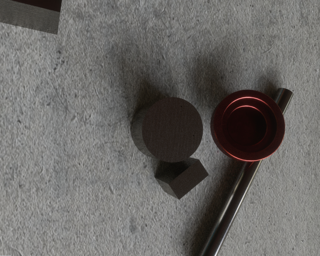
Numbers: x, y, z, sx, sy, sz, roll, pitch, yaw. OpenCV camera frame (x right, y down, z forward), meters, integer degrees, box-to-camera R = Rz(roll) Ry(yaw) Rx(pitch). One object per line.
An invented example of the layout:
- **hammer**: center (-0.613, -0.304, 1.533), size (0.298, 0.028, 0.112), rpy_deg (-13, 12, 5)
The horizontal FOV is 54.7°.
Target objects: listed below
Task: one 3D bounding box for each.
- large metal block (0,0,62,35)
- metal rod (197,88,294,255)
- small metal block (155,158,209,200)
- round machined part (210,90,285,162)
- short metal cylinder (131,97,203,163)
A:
- **large metal block**: center (-0.145, -0.143, 0.326), size (0.081, 0.080, 0.050), rpy_deg (8, 88, -20)
- **metal rod**: center (0.125, 0.073, 0.456), size (0.025, 0.025, 0.299), rpy_deg (32, 79, -18)
- **small metal block**: center (0.027, 0.064, 0.407), size (0.050, 0.050, 0.025), rpy_deg (-36, 102, -17)
- **round machined part**: center (0.119, -0.002, 0.436), size (0.099, 0.042, 0.097), rpy_deg (1, 82, -4)
- **short metal cylinder**: center (0.008, 0.002, 0.400), size (0.081, 0.050, 0.079), rpy_deg (0, 90, -21)
